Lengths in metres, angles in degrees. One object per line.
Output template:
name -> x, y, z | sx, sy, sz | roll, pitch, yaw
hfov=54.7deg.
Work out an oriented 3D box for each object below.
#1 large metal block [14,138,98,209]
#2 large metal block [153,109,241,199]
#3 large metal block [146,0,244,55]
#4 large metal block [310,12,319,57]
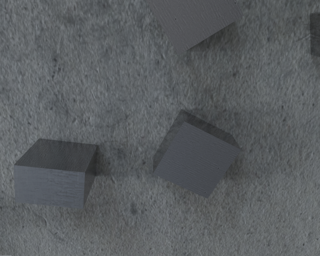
large metal block -> -0.129, 0.056, 0.399 | 0.081, 0.080, 0.050 | 7, 110, -3
large metal block -> 0.045, 0.034, 0.410 | 0.080, 0.050, 0.080 | 26, 108, -10
large metal block -> 0.033, -0.140, 0.345 | 0.080, 0.050, 0.080 | -30, 108, 10
large metal block -> 0.226, -0.109, 0.344 | 0.080, 0.080, 0.050 | -10, 110, 3
